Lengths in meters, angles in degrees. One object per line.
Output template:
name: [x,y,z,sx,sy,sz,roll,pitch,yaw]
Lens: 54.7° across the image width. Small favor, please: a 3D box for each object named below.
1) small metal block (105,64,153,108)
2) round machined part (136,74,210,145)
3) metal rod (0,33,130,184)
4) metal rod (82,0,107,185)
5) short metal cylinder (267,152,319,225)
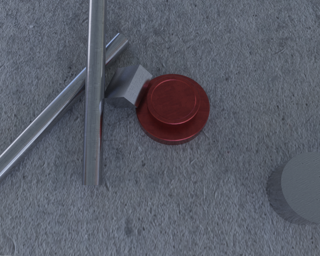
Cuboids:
small metal block: [-0.044,-0.055,0.413,0.050,0.025,0.050,2,62,47]
round machined part: [0.017,-0.030,0.410,0.099,0.042,0.098,0,70,-1]
metal rod: [-0.145,-0.017,0.412,0.025,0.025,0.300,35,73,11]
metal rod: [-0.085,-0.076,0.410,0.025,0.025,0.298,0,79,-1]
short metal cylinder: [0.176,0.074,0.370,0.081,0.050,0.080,0,70,0]
